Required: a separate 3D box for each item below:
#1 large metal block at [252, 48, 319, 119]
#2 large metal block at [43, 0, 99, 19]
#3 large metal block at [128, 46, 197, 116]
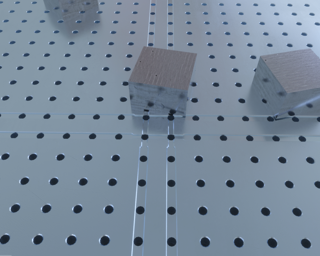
[{"bbox_3d":[0.193,-0.066,0.448,0.081,0.050,0.080,-10,51,-9],"label":"large metal block"},{"bbox_3d":[-0.182,-0.270,0.617,0.080,0.050,0.080,-33,57,-24],"label":"large metal block"},{"bbox_3d":[0.006,-0.069,0.450,0.080,0.050,0.080,10,51,8],"label":"large metal block"}]
